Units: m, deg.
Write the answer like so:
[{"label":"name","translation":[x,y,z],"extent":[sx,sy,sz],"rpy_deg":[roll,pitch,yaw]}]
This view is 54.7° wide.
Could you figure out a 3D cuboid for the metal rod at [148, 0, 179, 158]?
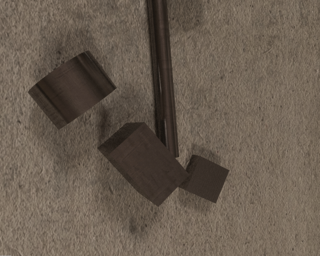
[{"label":"metal rod","translation":[0.001,-0.109,0.410],"extent":[0.025,0.025,0.298],"rpy_deg":[-5,92,-20]}]

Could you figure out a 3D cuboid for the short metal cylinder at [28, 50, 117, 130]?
[{"label":"short metal cylinder","translation":[-0.096,-0.042,0.345],"extent":[0.080,0.080,0.050],"rpy_deg":[-39,103,-16]}]

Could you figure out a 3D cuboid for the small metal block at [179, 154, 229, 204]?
[{"label":"small metal block","translation":[0.061,0.071,0.433],"extent":[0.050,0.025,0.050],"rpy_deg":[27,81,-19]}]

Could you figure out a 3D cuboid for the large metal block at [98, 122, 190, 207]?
[{"label":"large metal block","translation":[-0.023,0.040,0.372],"extent":[0.050,0.080,0.080],"rpy_deg":[-43,104,-15]}]
